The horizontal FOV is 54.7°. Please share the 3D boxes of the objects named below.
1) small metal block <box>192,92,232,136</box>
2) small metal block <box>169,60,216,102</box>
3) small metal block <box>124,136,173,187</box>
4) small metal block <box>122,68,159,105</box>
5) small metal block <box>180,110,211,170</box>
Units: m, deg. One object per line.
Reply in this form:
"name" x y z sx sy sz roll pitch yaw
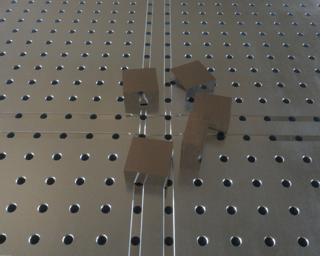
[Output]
"small metal block" 0.070 -0.020 0.425 0.050 0.025 0.050 9 51 7
"small metal block" 0.048 -0.072 0.469 0.050 0.025 0.050 -21 53 -17
"small metal block" -0.013 0.040 0.374 0.050 0.025 0.050 7 50 5
"small metal block" -0.029 -0.062 0.460 0.050 0.025 0.050 -4 50 -4
"small metal block" 0.043 0.015 0.379 0.025 0.050 0.050 12 51 9
